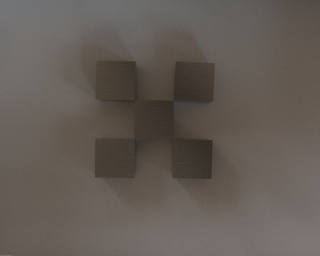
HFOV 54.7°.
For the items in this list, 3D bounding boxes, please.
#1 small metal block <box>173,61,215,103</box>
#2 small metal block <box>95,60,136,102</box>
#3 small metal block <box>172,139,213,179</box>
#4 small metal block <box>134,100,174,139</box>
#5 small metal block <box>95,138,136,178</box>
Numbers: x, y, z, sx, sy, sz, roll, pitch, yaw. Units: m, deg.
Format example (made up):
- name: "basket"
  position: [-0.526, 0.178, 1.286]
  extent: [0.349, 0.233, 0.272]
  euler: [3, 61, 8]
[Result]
- name: "small metal block"
  position: [0.044, -0.059, 0.409]
  extent: [0.050, 0.025, 0.050]
  euler: [2, 90, 0]
- name: "small metal block"
  position: [-0.057, -0.061, 0.409]
  extent: [0.050, 0.025, 0.050]
  euler: [2, 90, 0]
- name: "small metal block"
  position: [0.042, 0.040, 0.409]
  extent: [0.050, 0.025, 0.050]
  euler: [1, 90, 0]
- name: "small metal block"
  position: [-0.007, -0.011, 0.409]
  extent: [0.050, 0.025, 0.050]
  euler: [1, 90, 0]
- name: "small metal block"
  position: [-0.058, 0.039, 0.409]
  extent: [0.050, 0.025, 0.050]
  euler: [1, 90, 0]
